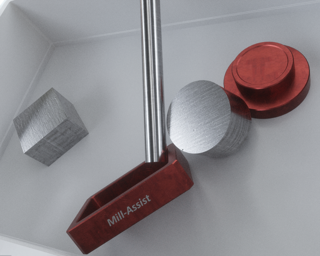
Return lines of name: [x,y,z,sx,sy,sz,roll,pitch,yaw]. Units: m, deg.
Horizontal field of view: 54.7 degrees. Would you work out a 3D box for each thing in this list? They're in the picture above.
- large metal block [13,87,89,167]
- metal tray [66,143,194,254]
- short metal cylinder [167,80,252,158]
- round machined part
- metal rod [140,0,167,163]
large metal block: [-0.169,-0.002,0.477,0.080,0.050,0.080,-40,51,1]
metal tray: [-0.029,0.071,0.337,0.130,0.030,0.090,-34,7,5]
short metal cylinder: [0.055,-0.008,0.349,0.080,0.050,0.080,-10,74,38]
round machined part: [0.124,-0.063,0.368,0.098,0.042,0.098,-13,56,20]
metal rod: [-0.010,-0.108,0.377,0.025,0.025,0.298,-7,79,24]
